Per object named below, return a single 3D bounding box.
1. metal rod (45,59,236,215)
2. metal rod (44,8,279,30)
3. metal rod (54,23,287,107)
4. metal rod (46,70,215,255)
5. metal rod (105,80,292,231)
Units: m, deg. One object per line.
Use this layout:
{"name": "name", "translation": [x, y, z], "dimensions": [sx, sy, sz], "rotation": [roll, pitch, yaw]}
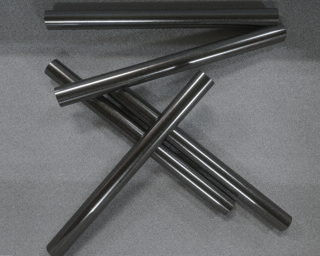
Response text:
{"name": "metal rod", "translation": [-0.026, 0.012, 0.410], "dimensions": [0.300, 0.025, 0.025], "rotation": [38, 90, -1]}
{"name": "metal rod", "translation": [0.003, -0.145, 0.410], "dimensions": [0.302, 0.025, 0.025], "rotation": [-1, 90, -1]}
{"name": "metal rod", "translation": [0.019, -0.082, 0.395], "dimensions": [0.302, 0.025, 0.025], "rotation": [-18, 90, -7]}
{"name": "metal rod", "translation": [-0.041, 0.050, 0.390], "dimensions": [0.025, 0.025, 0.299], "rotation": [41, 97, -1]}
{"name": "metal rod", "translation": [0.049, 0.034, 0.411], "dimensions": [0.300, 0.025, 0.025], "rotation": [38, 90, -1]}
